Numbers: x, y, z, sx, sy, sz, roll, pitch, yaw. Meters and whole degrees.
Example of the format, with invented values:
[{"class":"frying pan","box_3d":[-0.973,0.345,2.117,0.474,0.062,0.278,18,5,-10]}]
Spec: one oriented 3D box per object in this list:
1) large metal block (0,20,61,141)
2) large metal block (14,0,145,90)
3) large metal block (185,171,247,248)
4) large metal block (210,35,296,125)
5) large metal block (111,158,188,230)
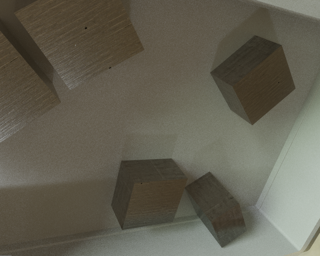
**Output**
[{"class":"large metal block","box_3d":[-0.154,-0.040,0.284,0.080,0.050,0.080,-35,129,-5]},{"class":"large metal block","box_3d":[-0.073,-0.096,0.288,0.080,0.050,0.080,-29,129,-1]},{"class":"large metal block","box_3d":[0.091,0.133,0.508,0.050,0.080,0.080,-31,129,-9]},{"class":"large metal block","box_3d":[0.129,-0.065,0.425,0.080,0.050,0.080,-40,130,-1]},{"class":"large metal block","box_3d":[-0.017,0.092,0.442,0.081,0.050,0.079,1,118,-29]}]
